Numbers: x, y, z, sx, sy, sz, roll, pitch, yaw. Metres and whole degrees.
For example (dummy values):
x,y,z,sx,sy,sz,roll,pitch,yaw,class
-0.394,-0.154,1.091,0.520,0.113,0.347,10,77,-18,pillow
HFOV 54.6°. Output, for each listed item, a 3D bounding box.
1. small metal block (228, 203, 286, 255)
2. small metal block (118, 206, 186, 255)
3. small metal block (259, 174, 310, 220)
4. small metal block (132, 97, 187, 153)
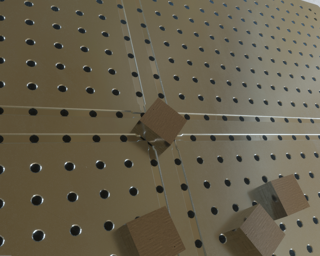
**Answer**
x,y,z,sx,sy,sz,roll,pitch,yaw,class
0.122,0.133,0.392,0.050,0.025,0.050,-33,80,-38,small metal block
-0.009,0.118,0.331,0.050,0.025,0.050,-15,69,-34,small metal block
0.177,0.098,0.443,0.050,0.025,0.050,-8,66,-32,small metal block
0.001,-0.004,0.410,0.050,0.025,0.050,38,51,-3,small metal block
